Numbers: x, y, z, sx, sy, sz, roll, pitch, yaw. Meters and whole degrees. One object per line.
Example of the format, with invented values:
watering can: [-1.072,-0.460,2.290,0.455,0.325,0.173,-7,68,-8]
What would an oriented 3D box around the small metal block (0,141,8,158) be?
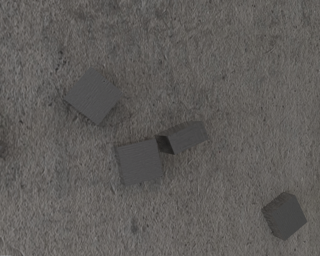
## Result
small metal block: [-0.193,0.018,0.324,0.050,0.050,0.025,29,81,-18]

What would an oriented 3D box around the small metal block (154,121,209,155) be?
small metal block: [0.027,0.012,0.406,0.050,0.050,0.025,-23,98,-19]

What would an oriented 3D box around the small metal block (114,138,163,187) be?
small metal block: [-0.028,0.043,0.399,0.050,0.025,0.050,-12,94,-20]

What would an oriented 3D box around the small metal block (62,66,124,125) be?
small metal block: [-0.082,-0.038,0.379,0.050,0.025,0.050,40,77,-16]

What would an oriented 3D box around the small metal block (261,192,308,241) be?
small metal block: [0.193,0.136,0.480,0.050,0.025,0.050,-31,100,-17]
